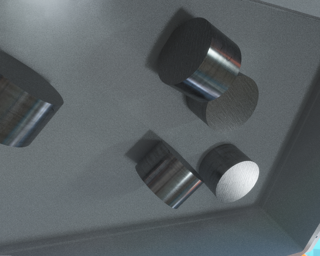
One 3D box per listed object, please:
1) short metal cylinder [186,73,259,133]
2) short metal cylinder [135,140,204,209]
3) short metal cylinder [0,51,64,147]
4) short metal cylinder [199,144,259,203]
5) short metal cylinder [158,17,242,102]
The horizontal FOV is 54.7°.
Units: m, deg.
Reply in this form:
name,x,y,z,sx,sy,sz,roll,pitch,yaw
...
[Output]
name,x,y,z,sx,sy,sz,roll,pitch,yaw
short metal cylinder,0.082,-0.040,0.412,0.081,0.050,0.079,-14,124,-21
short metal cylinder,0.013,0.062,0.418,0.050,0.080,0.080,-45,129,3
short metal cylinder,-0.137,-0.028,0.281,0.050,0.080,0.080,-49,129,7
short metal cylinder,0.110,0.072,0.497,0.081,0.050,0.079,-14,124,-21
short metal cylinder,0.043,-0.075,0.350,0.050,0.080,0.080,24,105,-37
